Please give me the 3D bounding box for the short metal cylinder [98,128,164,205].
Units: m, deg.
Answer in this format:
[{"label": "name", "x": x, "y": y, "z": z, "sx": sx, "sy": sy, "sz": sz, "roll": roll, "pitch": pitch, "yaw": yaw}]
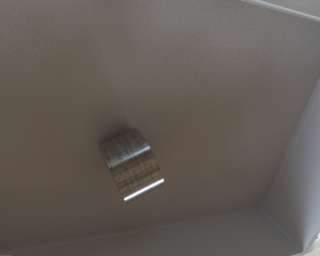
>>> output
[{"label": "short metal cylinder", "x": -0.036, "y": 0.046, "z": 0.381, "sx": 0.050, "sy": 0.080, "sz": 0.080, "roll": -25, "pitch": 128, "yaw": -13}]
